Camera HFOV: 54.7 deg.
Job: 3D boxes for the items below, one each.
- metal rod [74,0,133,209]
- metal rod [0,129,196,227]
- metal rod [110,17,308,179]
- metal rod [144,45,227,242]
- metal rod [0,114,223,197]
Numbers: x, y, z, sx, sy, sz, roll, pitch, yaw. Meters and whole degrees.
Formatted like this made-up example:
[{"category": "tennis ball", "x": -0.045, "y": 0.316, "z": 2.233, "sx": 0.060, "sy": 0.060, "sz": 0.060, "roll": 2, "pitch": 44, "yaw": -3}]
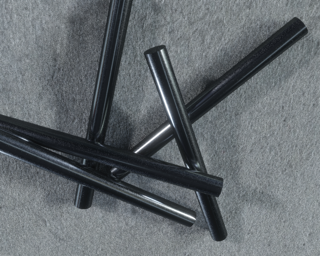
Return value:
[{"category": "metal rod", "x": -0.076, "y": -0.026, "z": 0.399, "sx": 0.025, "sy": 0.025, "sz": 0.298, "roll": 13, "pitch": 110, "yaw": -5}, {"category": "metal rod", "x": -0.080, "y": 0.071, "z": 0.410, "sx": 0.301, "sy": 0.025, "sz": 0.025, "roll": 27, "pitch": 108, "yaw": -20}, {"category": "metal rod", "x": 0.053, "y": -0.030, "z": 0.399, "sx": 0.300, "sy": 0.025, "sz": 0.025, "roll": -39, "pitch": 106, "yaw": 12}, {"category": "metal rod", "x": 0.042, "y": 0.039, "z": 0.403, "sx": 0.025, "sy": 0.025, "sz": 0.299, "roll": -18, "pitch": 117, "yaw": 6}, {"category": "metal rod", "x": -0.070, "y": 0.033, "z": 0.390, "sx": 0.302, "sy": 0.025, "sz": 0.025, "roll": 16, "pitch": 109, "yaw": 1}]
